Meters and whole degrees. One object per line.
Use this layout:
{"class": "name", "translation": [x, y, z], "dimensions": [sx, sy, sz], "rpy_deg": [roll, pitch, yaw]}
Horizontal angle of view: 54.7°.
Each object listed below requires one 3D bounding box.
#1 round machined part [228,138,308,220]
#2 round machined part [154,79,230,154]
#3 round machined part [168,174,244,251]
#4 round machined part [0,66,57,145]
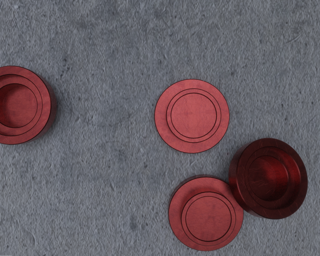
{"class": "round machined part", "translation": [0.131, 0.064, 0.393], "dimensions": [0.099, 0.042, 0.098], "rpy_deg": [3, 77, -14]}
{"class": "round machined part", "translation": [0.042, -0.016, 0.402], "dimensions": [0.099, 0.042, 0.097], "rpy_deg": [0, 90, 0]}
{"class": "round machined part", "translation": [0.060, 0.112, 0.402], "dimensions": [0.099, 0.042, 0.097], "rpy_deg": [0, 90, 0]}
{"class": "round machined part", "translation": [-0.182, -0.028, 0.400], "dimensions": [0.099, 0.042, 0.097], "rpy_deg": [0, 90, 0]}
